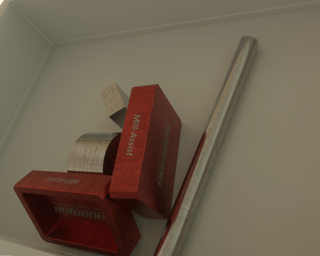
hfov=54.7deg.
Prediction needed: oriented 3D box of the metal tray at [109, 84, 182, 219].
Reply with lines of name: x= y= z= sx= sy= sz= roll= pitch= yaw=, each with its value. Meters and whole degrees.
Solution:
metal tray: x=-0.010 y=0.028 z=0.350 sx=0.030 sy=0.090 sz=0.130 roll=-3 pitch=60 yaw=23

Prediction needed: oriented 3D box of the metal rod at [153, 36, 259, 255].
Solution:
metal rod: x=0.060 y=0.015 z=0.363 sx=0.025 sy=0.025 sz=0.300 roll=12 pitch=67 yaw=33

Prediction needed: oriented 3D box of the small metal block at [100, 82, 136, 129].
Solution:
small metal block: x=-0.054 y=-0.027 z=0.433 sx=0.025 sy=0.050 sz=0.050 roll=-31 pitch=52 yaw=8

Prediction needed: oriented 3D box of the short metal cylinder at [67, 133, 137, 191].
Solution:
short metal cylinder: x=-0.064 y=0.045 z=0.375 sx=0.050 sy=0.080 sz=0.080 roll=0 pitch=62 yaw=28

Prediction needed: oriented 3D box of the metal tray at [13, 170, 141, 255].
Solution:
metal tray: x=-0.094 y=0.095 z=0.350 sx=0.130 sy=0.089 sz=0.030 roll=-1 pitch=29 yaw=28
